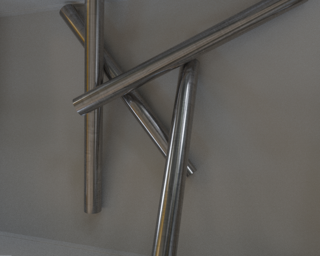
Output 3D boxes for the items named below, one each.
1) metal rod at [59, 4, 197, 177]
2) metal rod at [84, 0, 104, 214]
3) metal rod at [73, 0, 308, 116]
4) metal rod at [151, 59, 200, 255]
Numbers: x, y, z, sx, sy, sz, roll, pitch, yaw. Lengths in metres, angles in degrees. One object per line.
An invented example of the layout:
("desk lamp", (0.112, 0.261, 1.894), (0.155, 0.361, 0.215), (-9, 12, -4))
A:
("metal rod", (-0.050, -0.056, 0.427), (0.025, 0.025, 0.299), (-40, 78, 15))
("metal rod", (-0.090, -0.029, 0.423), (0.025, 0.025, 0.298), (5, 99, 20))
("metal rod", (0.029, -0.091, 0.375), (0.301, 0.025, 0.025), (-26, 82, 9))
("metal rod", (0.016, 0.052, 0.340), (0.025, 0.025, 0.299), (1, 65, 20))
